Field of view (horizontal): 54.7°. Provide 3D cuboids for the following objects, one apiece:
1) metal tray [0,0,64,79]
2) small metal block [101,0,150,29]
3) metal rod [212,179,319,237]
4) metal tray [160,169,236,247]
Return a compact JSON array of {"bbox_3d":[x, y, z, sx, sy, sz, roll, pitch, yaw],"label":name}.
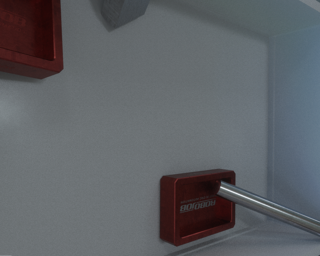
[{"bbox_3d":[-0.144,-0.097,0.253,0.131,0.030,0.089,5,78,-55],"label":"metal tray"},{"bbox_3d":[-0.036,-0.150,0.357,0.025,0.050,0.050,47,57,5],"label":"small metal block"},{"bbox_3d":[0.221,0.146,0.488,0.302,0.025,0.025,23,74,-10],"label":"metal rod"},{"bbox_3d":[0.059,0.111,0.455,0.131,0.030,0.089,0,90,-40],"label":"metal tray"}]
